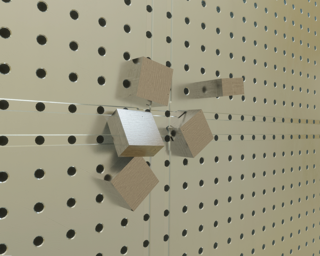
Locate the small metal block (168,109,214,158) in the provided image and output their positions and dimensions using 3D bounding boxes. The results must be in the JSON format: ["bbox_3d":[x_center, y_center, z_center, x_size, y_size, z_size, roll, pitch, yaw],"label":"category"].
[{"bbox_3d":[0.045,0.007,0.446,0.050,0.025,0.050,-40,114,-33],"label":"small metal block"}]

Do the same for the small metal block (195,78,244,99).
[{"bbox_3d":[0.090,-0.060,0.467,0.050,0.050,0.025,-10,97,-40],"label":"small metal block"}]

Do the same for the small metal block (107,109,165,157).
[{"bbox_3d":[-0.029,0.006,0.368,0.050,0.025,0.050,4,53,-40],"label":"small metal block"}]

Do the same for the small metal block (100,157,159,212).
[{"bbox_3d":[-0.036,0.064,0.378,0.050,0.025,0.050,-46,118,-30],"label":"small metal block"}]

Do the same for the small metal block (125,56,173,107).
[{"bbox_3d":[-0.013,-0.058,0.397,0.050,0.025,0.050,15,81,-39],"label":"small metal block"}]
